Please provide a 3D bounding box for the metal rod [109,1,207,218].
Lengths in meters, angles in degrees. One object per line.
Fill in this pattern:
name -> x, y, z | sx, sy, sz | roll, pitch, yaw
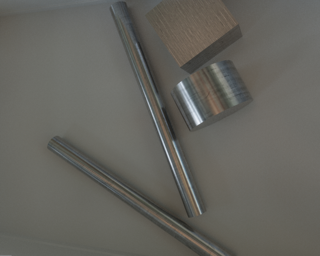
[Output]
metal rod -> -0.005, -0.030, 0.411 | 0.025, 0.025, 0.299 | -23, 83, 18

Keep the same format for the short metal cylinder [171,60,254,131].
short metal cylinder -> 0.060, -0.036, 0.360 | 0.080, 0.080, 0.050 | -29, 81, 17

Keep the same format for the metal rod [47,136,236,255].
metal rod -> -0.035, 0.095, 0.421 | 0.301, 0.025, 0.025 | 31, 100, 17

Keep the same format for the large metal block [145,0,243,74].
large metal block -> 0.042, -0.126, 0.382 | 0.080, 0.050, 0.080 | -35, 79, 16
